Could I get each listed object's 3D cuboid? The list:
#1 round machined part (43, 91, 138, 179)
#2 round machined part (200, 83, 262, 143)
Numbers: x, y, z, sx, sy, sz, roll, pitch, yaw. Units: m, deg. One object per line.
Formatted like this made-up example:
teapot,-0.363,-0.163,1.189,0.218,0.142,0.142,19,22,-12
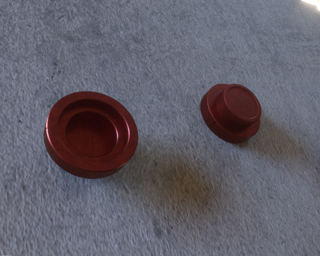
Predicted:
round machined part,-0.078,0.011,0.345,0.099,0.042,0.098,14,56,-21
round machined part,0.115,-0.029,0.475,0.099,0.042,0.098,14,56,-21
